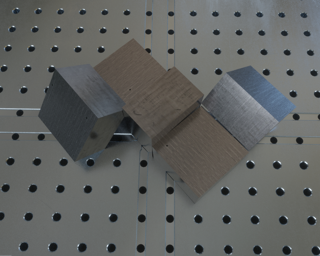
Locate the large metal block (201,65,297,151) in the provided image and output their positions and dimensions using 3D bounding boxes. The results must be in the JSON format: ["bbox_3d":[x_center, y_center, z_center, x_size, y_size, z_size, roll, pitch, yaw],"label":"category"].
[{"bbox_3d":[0.112,-0.029,0.387,0.080,0.050,0.081,47,37,14],"label":"large metal block"}]

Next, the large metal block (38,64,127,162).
[{"bbox_3d":[-0.096,-0.020,0.382,0.080,0.080,0.050,47,38,15],"label":"large metal block"}]

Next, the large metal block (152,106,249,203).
[{"bbox_3d":[0.048,0.034,0.386,0.080,0.050,0.080,-39,73,-13],"label":"large metal block"}]

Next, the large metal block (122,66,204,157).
[{"bbox_3d":[0.003,-0.018,0.389,0.080,0.080,0.050,-40,76,-13],"label":"large metal block"}]

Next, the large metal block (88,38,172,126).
[{"bbox_3d":[-0.039,-0.059,0.420,0.080,0.050,0.080,-40,76,-12],"label":"large metal block"}]
